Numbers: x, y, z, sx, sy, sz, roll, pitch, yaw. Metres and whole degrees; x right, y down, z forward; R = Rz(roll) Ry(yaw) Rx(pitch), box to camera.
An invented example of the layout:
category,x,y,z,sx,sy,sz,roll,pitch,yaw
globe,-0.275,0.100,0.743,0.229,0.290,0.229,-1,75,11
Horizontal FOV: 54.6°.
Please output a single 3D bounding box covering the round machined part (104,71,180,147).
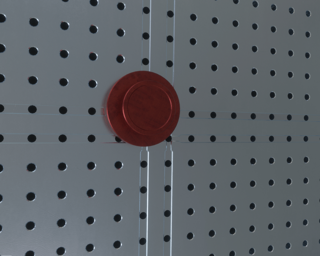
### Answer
category,x,y,z,sx,sy,sz,roll,pitch,yaw
round machined part,-0.019,-0.025,0.396,0.099,0.042,0.097,0,90,-20
